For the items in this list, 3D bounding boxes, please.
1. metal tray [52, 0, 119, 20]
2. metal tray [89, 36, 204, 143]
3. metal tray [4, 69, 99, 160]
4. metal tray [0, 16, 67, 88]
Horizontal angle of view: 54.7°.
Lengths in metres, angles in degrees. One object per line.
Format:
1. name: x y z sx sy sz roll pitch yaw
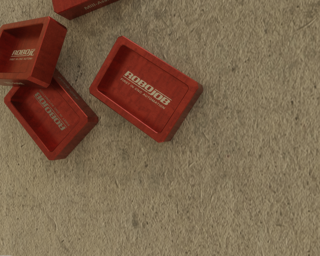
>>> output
1. metal tray: -0.096 -0.220 0.440 0.130 0.030 0.090 -14 86 19
2. metal tray: -0.021 -0.052 0.413 0.130 0.030 0.090 35 101 16
3. metal tray: -0.165 -0.027 0.464 0.090 0.030 0.130 -46 76 14
4. metal tray: -0.196 -0.106 0.445 0.130 0.030 0.090 8 79 36
